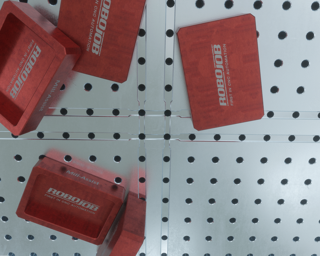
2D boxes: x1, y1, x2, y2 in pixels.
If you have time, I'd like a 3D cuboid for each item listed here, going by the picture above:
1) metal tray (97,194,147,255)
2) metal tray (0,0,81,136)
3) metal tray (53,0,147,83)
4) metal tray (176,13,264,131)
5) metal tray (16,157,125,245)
[{"bbox_3d":[-0.061,0.172,0.441,0.030,0.090,0.129,25,108,-9],"label":"metal tray"},{"bbox_3d":[-0.162,-0.066,0.361,0.090,0.030,0.129,41,113,4],"label":"metal tray"},{"bbox_3d":[-0.068,-0.127,0.363,0.091,0.030,0.129,14,109,-6],"label":"metal tray"},{"bbox_3d":[0.076,-0.068,0.387,0.090,0.030,0.129,-11,110,3],"label":"metal tray"},{"bbox_3d":[-0.128,0.107,0.448,0.131,0.030,0.089,24,108,-9],"label":"metal tray"}]
